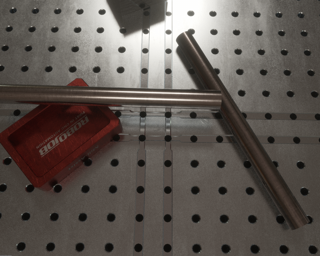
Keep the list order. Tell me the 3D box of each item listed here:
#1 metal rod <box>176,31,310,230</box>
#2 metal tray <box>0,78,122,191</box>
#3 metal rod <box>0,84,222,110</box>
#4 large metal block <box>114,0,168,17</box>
[{"bbox_3d":[0.101,-0.009,0.416,0.025,0.025,0.299,-25,72,-9],"label":"metal rod"},{"bbox_3d":[-0.127,0.006,0.405,0.130,0.030,0.090,-40,75,-14],"label":"metal tray"},{"bbox_3d":[-0.075,-0.040,0.393,0.302,0.025,0.025,2,70,0],"label":"metal rod"},{"bbox_3d":[-0.040,-0.234,0.483,0.080,0.050,0.080,-23,72,-9],"label":"large metal block"}]
